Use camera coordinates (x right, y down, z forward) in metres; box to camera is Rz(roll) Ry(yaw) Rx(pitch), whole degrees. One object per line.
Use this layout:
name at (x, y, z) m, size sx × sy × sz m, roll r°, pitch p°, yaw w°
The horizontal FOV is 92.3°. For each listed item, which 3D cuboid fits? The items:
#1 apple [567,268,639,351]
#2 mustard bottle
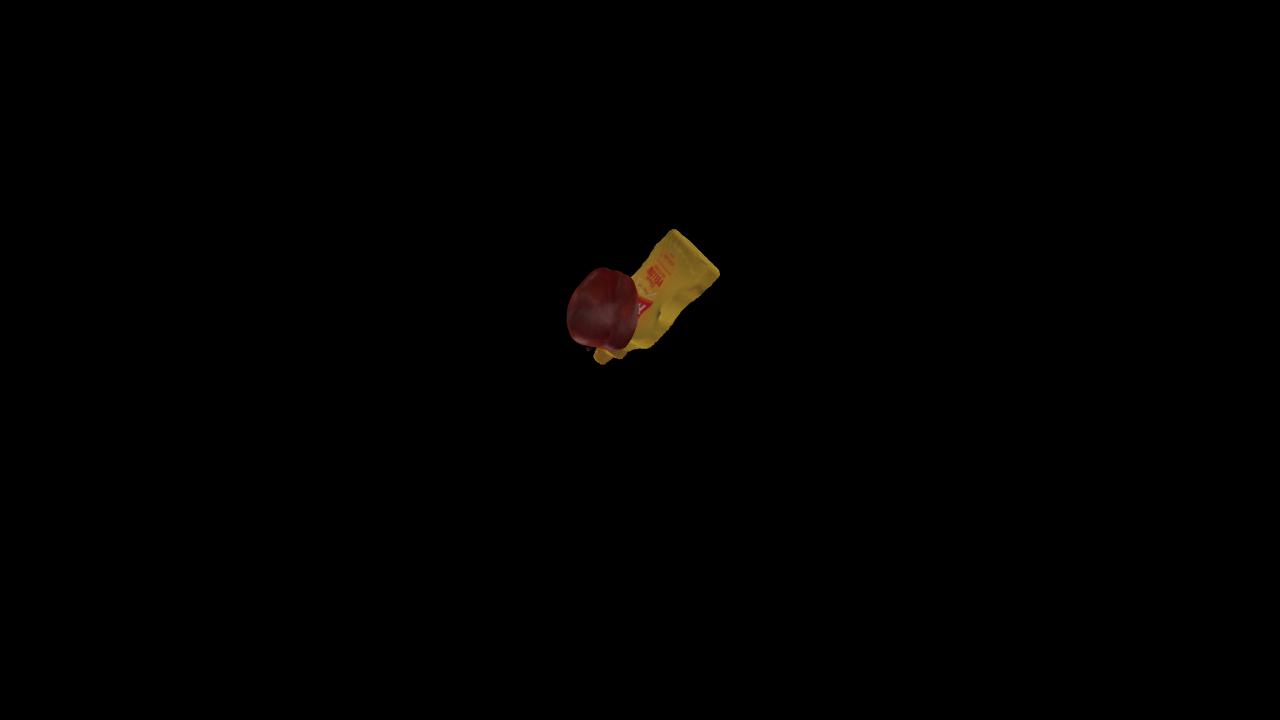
apple at (-0.041, -0.053, 0.672) m, size 0.079 × 0.093 × 0.079 m, roll 16°, pitch 4°, yaw -1°
mustard bottle at (0.007, -0.064, 0.744) m, size 0.054 × 0.184 × 0.092 m, roll 24°, pitch 23°, yaw -53°
